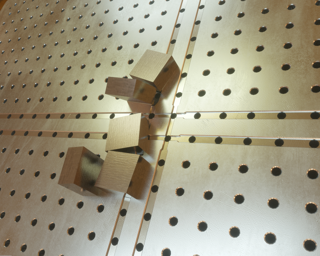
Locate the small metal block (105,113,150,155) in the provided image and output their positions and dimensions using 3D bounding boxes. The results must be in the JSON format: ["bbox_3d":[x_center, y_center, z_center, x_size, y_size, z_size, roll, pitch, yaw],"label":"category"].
[{"bbox_3d":[-0.044,0.011,0.426,0.050,0.025,0.050,-10,57,22],"label":"small metal block"}]

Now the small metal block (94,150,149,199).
[{"bbox_3d":[-0.049,0.059,0.399,0.050,0.025,0.050,5,64,30],"label":"small metal block"}]

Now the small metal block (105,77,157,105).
[{"bbox_3d":[-0.041,-0.053,0.444,0.050,0.050,0.025,11,88,33],"label":"small metal block"}]

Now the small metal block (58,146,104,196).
[{"bbox_3d":[-0.102,0.058,0.412,0.025,0.050,0.050,-6,59,25],"label":"small metal block"}]

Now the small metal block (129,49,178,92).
[{"bbox_3d":[-0.010,-0.087,0.468,0.050,0.025,0.050,24,74,36],"label":"small metal block"}]
